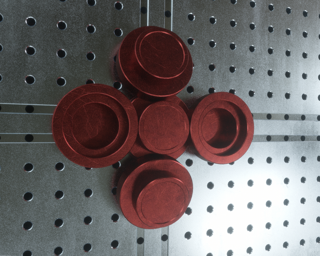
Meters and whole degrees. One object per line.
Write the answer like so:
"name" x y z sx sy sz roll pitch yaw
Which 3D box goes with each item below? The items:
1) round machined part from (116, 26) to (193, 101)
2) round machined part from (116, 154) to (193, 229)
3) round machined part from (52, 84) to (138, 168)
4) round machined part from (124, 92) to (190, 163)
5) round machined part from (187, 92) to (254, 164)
"round machined part" -0.003 -0.086 0.391 0.099 0.042 0.098 5 74 -17
"round machined part" -0.002 0.085 0.391 0.099 0.042 0.097 -6 107 -19
"round machined part" -0.079 -0.003 0.374 0.099 0.042 0.097 0 90 -21
"round machined part" -0.001 -0.001 0.403 0.099 0.042 0.097 0 90 -21
"round machined part" 0.078 0.000 0.433 0.099 0.042 0.097 0 90 -21
